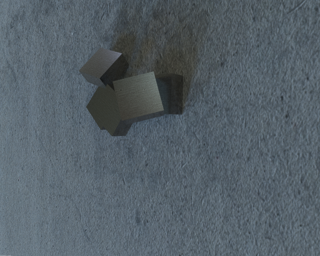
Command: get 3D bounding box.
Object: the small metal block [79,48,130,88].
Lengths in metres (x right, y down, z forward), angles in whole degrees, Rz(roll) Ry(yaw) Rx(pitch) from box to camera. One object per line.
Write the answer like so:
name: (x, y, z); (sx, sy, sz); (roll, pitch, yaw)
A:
small metal block: (-0.082, -0.088, 0.457); (0.050, 0.025, 0.050); (24, 68, 37)

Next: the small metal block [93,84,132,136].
small metal block: (-0.058, -0.024, 0.418); (0.050, 0.025, 0.050); (45, 117, 30)

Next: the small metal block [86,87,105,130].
small metal block: (-0.080, -0.032, 0.469); (0.050, 0.025, 0.050); (-52, 60, 27)

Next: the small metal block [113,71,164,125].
small metal block: (-0.026, -0.036, 0.377); (0.050, 0.025, 0.050); (-14, 78, -2)

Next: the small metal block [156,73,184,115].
small metal block: (0.002, -0.043, 0.403); (0.050, 0.025, 0.050); (3, 92, 39)
